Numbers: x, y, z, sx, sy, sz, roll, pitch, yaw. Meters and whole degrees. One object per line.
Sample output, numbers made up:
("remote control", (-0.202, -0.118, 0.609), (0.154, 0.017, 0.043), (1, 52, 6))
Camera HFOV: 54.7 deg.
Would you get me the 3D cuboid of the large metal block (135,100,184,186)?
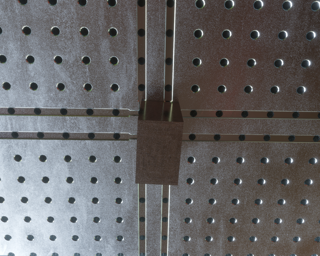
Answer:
("large metal block", (-0.002, 0.016, 0.389), (0.050, 0.080, 0.079), (3, 110, -2))
